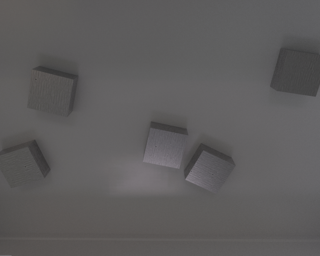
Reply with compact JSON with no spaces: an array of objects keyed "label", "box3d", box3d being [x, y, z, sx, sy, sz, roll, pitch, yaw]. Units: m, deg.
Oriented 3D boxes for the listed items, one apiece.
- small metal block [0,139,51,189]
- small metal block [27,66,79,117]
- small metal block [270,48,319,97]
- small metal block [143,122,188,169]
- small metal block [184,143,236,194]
[{"label":"small metal block","box3d":[-0.189,0.050,0.428,0.050,0.025,0.050,-17,109,6]},{"label":"small metal block","box3d":[-0.136,-0.046,0.393,0.050,0.025,0.050,14,110,-5]},{"label":"small metal block","box3d":[0.173,-0.070,0.387,0.050,0.025,0.050,8,110,-3]},{"label":"small metal block","box3d":[0.007,0.023,0.420,0.050,0.025,0.050,12,110,-5]},{"label":"small metal block","box3d":[0.068,0.056,0.433,0.050,0.025,0.050,26,108,-9]}]
